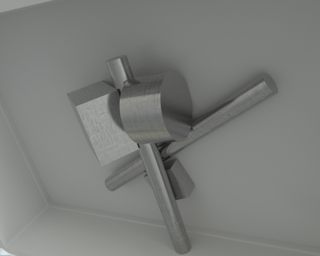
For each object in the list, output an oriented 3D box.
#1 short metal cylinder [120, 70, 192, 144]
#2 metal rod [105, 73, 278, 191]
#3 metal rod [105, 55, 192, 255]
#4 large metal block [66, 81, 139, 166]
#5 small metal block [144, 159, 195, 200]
[{"bbox_3d":[-0.002,-0.022,0.356,0.050,0.080,0.080,-5,116,29],"label":"short metal cylinder"},{"bbox_3d":[0.017,0.022,0.409,0.025,0.025,0.299,49,128,-7],"label":"metal rod"},{"bbox_3d":[-0.007,0.052,0.408,0.025,0.025,0.298,-5,115,30],"label":"metal rod"},{"bbox_3d":[-0.075,-0.009,0.398,0.080,0.050,0.080,34,145,61],"label":"large metal block"},{"bbox_3d":[0.014,0.077,0.446,0.050,0.025,0.050,-23,106,36],"label":"small metal block"}]
